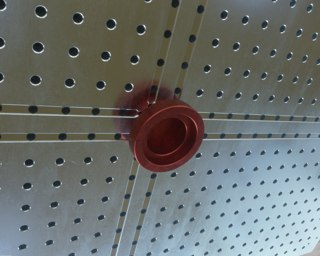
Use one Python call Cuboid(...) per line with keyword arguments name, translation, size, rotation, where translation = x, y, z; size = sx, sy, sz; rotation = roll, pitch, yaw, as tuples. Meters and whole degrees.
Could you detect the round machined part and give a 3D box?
Cuboid(name="round machined part", translation=(0.005, 0.006, 0.405), size=(0.099, 0.042, 0.097), rotation=(-14, 124, -21))
